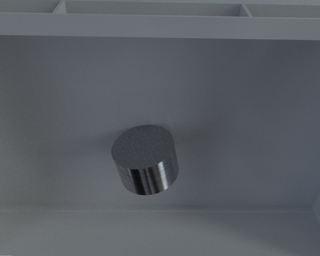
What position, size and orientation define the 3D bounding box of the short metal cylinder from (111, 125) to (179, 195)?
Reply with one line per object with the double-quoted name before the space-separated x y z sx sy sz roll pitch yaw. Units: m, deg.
"short metal cylinder" -0.018 0.041 0.408 0.080 0.080 0.050 -7 130 6
